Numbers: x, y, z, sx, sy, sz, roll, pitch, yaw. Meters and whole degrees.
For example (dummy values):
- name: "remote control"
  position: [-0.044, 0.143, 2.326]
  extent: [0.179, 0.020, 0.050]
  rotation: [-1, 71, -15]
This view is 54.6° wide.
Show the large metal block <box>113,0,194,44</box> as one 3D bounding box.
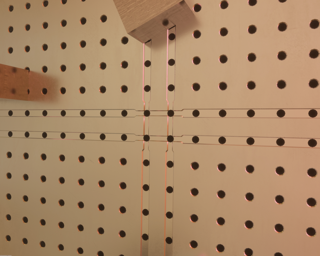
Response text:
- name: "large metal block"
  position: [-0.013, -0.171, 0.404]
  extent: [0.080, 0.050, 0.080]
  rotation: [-25, 82, 18]

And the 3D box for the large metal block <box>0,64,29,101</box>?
- name: "large metal block"
  position: [-0.265, -0.070, 0.478]
  extent: [0.080, 0.080, 0.050]
  rotation: [2, 91, 20]
